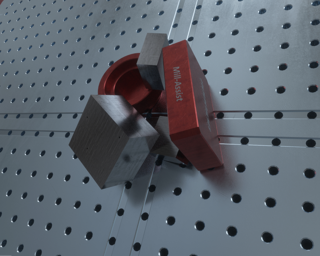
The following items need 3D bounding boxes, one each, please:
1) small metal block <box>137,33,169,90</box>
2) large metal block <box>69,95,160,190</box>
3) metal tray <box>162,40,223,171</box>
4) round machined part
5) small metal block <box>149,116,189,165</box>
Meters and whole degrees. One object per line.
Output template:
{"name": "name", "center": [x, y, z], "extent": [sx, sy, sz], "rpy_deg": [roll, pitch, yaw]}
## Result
{"name": "small metal block", "center": [-0.005, -0.083, 0.392], "extent": [0.025, 0.050, 0.050], "rpy_deg": [7, 63, 16]}
{"name": "large metal block", "center": [-0.059, 0.015, 0.383], "extent": [0.080, 0.050, 0.079], "rpy_deg": [46, 120, 28]}
{"name": "metal tray", "center": [0.038, -0.027, 0.362], "extent": [0.030, 0.090, 0.130], "rpy_deg": [-16, 55, 19]}
{"name": "round machined part", "center": [-0.037, -0.058, 0.450], "extent": [0.098, 0.042, 0.098], "rpy_deg": [-13, 56, 20]}
{"name": "small metal block", "center": [0.016, 0.015, 0.383], "extent": [0.050, 0.025, 0.050], "rpy_deg": [8, 69, 43]}
